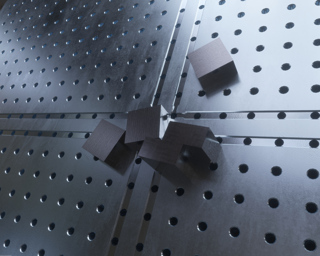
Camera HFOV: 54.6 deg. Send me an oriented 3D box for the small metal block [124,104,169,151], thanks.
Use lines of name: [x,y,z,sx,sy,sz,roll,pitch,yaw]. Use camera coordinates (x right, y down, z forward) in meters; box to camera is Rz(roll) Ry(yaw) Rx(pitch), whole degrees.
small metal block: [-0.017,0.000,0.418,0.050,0.025,0.050,-11,57,22]

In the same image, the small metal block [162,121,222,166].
small metal block: [0.038,0.018,0.362,0.050,0.050,0.025,10,67,32]

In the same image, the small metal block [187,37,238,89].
small metal block: [0.071,-0.089,0.426,0.050,0.025,0.050,-26,52,12]

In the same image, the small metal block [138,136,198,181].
small metal block: [0.010,0.036,0.365,0.050,0.050,0.025,11,67,33]

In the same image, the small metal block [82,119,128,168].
small metal block: [-0.073,0.021,0.435,0.050,0.025,0.050,24,75,36]
